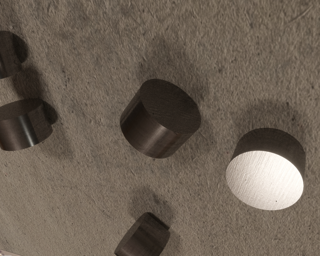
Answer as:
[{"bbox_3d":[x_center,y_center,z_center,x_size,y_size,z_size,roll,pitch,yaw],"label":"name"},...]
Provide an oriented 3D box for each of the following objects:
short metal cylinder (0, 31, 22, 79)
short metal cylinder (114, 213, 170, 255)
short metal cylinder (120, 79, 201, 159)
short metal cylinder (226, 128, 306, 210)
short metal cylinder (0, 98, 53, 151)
[{"bbox_3d":[-0.242,-0.102,0.433,0.080,0.080,0.050,10,123,22],"label":"short metal cylinder"},{"bbox_3d":[-0.028,0.184,0.498,0.050,0.080,0.080,40,129,1],"label":"short metal cylinder"},{"bbox_3d":[0.001,-0.011,0.363,0.080,0.080,0.050,41,129,0],"label":"short metal cylinder"},{"bbox_3d":[0.122,0.046,0.355,0.080,0.050,0.079,13,124,20],"label":"short metal cylinder"},{"bbox_3d":[-0.214,-0.007,0.477,0.080,0.080,0.050,3,120,26],"label":"short metal cylinder"}]
